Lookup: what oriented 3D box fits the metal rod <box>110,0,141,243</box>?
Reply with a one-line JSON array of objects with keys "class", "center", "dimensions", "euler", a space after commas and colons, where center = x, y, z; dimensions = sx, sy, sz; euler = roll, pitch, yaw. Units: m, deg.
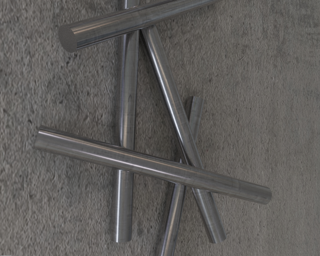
[{"class": "metal rod", "center": [-0.041, -0.018, 0.370], "dimensions": [0.025, 0.025, 0.298], "euler": [3, 88, -40]}]

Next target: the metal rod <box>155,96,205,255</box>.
[{"class": "metal rod", "center": [0.021, 0.102, 0.421], "dimensions": [0.025, 0.025, 0.299], "euler": [20, 77, -38]}]

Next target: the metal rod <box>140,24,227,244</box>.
[{"class": "metal rod", "center": [0.030, 0.009, 0.404], "dimensions": [0.025, 0.025, 0.298], "euler": [-23, 97, -38]}]

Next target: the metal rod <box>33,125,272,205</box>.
[{"class": "metal rod", "center": [0.011, 0.050, 0.364], "dimensions": [0.302, 0.025, 0.025], "euler": [18, 79, -23]}]

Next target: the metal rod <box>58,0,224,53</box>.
[{"class": "metal rod", "center": [0.006, -0.146, 0.382], "dimensions": [0.302, 0.025, 0.025], "euler": [-36, 113, -43]}]
